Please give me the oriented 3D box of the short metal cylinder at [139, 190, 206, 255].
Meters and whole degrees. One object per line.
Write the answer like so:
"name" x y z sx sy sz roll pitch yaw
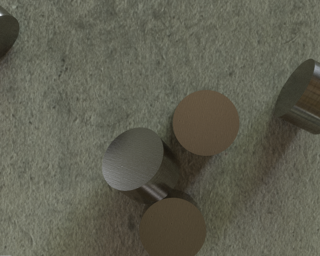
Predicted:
"short metal cylinder" 0.015 0.124 0.398 0.081 0.050 0.079 0 90 -1

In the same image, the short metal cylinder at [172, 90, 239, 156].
"short metal cylinder" 0.056 -0.006 0.398 0.081 0.050 0.079 0 90 -1

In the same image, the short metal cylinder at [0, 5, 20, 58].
"short metal cylinder" -0.223 -0.122 0.379 0.050 0.080 0.080 41 90 -1

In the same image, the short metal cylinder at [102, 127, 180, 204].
"short metal cylinder" -0.022 0.046 0.377 0.080 0.050 0.080 -13 56 20

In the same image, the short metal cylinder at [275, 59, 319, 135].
"short metal cylinder" 0.188 -0.039 0.385 0.050 0.080 0.080 27 90 -1
